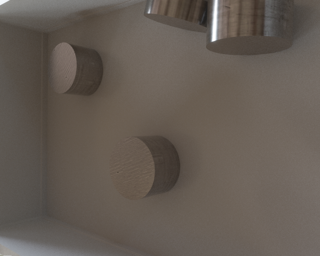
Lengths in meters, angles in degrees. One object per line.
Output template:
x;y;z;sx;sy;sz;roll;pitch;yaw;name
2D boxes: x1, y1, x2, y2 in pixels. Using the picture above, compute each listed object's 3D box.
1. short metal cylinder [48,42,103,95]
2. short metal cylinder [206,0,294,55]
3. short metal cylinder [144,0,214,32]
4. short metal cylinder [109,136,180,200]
-0.139;-0.094;0.505;0.080;0.050;0.080;0;90;40;short metal cylinder
0.086;-0.104;0.300;0.080;0.081;0.050;3;92;40;short metal cylinder
0.026;-0.143;0.349;0.080;0.081;0.050;23;105;37;short metal cylinder
-0.021;0.050;0.408;0.080;0.050;0.080;0;90;40;short metal cylinder
